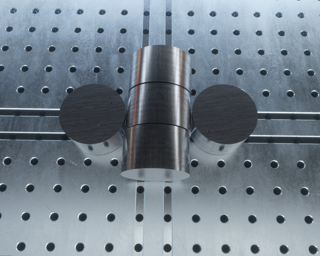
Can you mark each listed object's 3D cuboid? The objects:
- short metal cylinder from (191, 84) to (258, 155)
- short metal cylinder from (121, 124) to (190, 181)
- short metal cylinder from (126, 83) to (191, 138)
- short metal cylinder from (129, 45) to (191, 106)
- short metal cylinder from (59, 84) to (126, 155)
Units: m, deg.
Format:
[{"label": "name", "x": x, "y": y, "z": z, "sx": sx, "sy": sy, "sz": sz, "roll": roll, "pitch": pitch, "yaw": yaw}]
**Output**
[{"label": "short metal cylinder", "x": 0.079, "y": -0.010, "z": 0.402, "sx": 0.081, "sy": 0.050, "sz": 0.080, "roll": 0, "pitch": 70, "yaw": 0}, {"label": "short metal cylinder", "x": -0.005, "y": 0.032, "z": 0.370, "sx": 0.081, "sy": 0.080, "sz": 0.050, "roll": 1, "pitch": 70, "yaw": 0}, {"label": "short metal cylinder", "x": -0.001, "y": -0.016, "z": 0.388, "sx": 0.081, "sy": 0.080, "sz": 0.050, "roll": 2, "pitch": 70, "yaw": 0}, {"label": "short metal cylinder", "x": 0.001, "y": -0.064, "z": 0.405, "sx": 0.081, "sy": 0.080, "sz": 0.050, "roll": 2, "pitch": 70, "yaw": 0}, {"label": "short metal cylinder", "x": -0.082, "y": -0.010, "z": 0.400, "sx": 0.081, "sy": 0.050, "sz": 0.080, "roll": 0, "pitch": 70, "yaw": 0}]
